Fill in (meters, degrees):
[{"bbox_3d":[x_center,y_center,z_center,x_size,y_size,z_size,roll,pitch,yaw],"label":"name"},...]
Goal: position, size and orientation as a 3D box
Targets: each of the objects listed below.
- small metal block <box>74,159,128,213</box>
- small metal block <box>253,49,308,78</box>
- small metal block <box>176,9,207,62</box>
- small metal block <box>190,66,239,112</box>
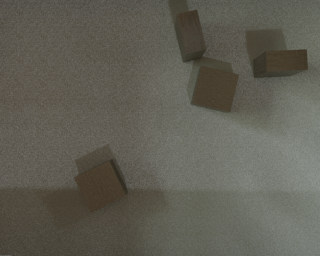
[{"bbox_3d":[-0.077,0.075,0.410,0.050,0.025,0.050,-26,90,-1],"label":"small metal block"},{"bbox_3d":[0.154,-0.082,0.401,0.050,0.050,0.025,-3,90,-1],"label":"small metal block"},{"bbox_3d":[0.038,-0.117,0.399,0.025,0.050,0.050,-13,90,0],"label":"small metal block"},{"bbox_3d":[0.072,-0.051,0.412,0.050,0.025,0.050,13,90,-1],"label":"small metal block"}]
